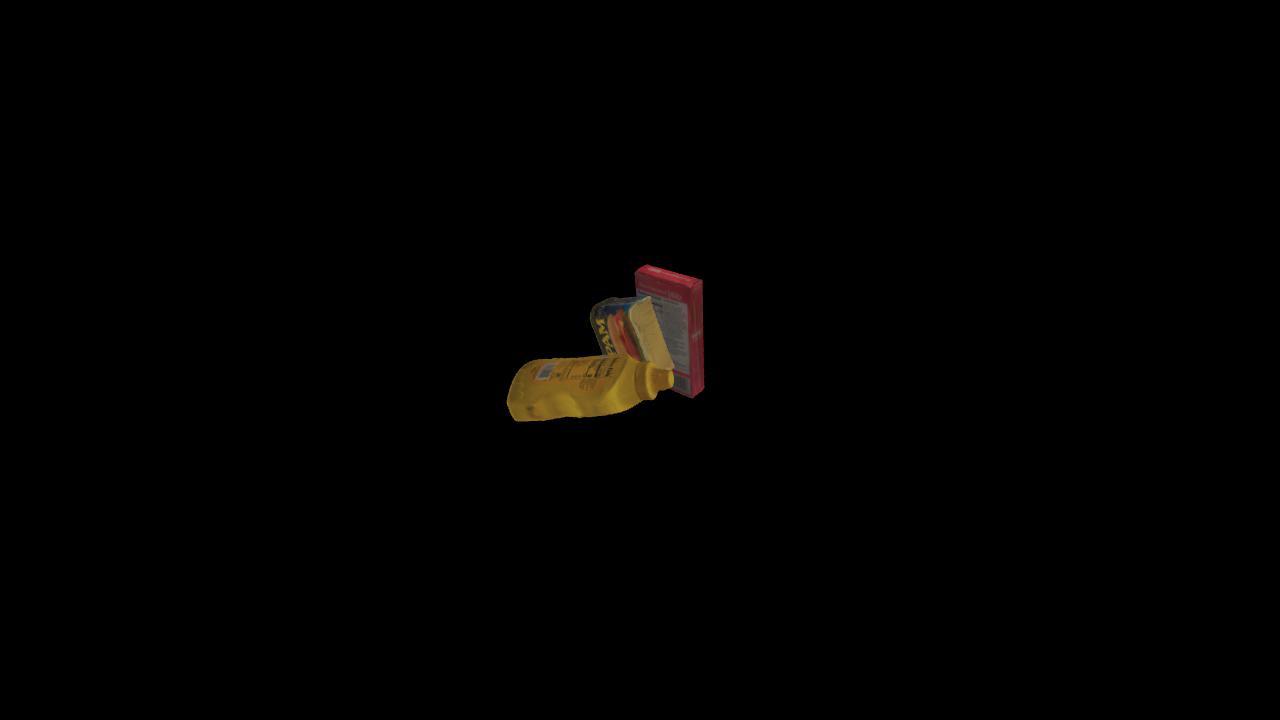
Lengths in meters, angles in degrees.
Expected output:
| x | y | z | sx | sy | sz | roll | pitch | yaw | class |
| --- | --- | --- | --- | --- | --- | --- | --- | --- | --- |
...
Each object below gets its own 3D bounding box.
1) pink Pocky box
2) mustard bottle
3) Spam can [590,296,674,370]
| x | y | z | sx | sy | sz | roll | pitch | yaw | class |
| --- | --- | --- | --- | --- | --- | --- | --- | --- | --- |
| 0.038 | -0.034 | 0.750 | 0.084 | 0.155 | 0.029 | 22 | 41 | 36 | pink Pocky box |
| -0.050 | 0.027 | 0.684 | 0.184 | 0.054 | 0.092 | -5 | 26 | 21 | mustard bottle |
| -0.006 | -0.029 | 0.766 | 0.058 | 0.101 | 0.085 | -31 | 20 | -33 | Spam can |
